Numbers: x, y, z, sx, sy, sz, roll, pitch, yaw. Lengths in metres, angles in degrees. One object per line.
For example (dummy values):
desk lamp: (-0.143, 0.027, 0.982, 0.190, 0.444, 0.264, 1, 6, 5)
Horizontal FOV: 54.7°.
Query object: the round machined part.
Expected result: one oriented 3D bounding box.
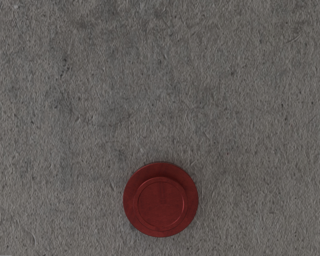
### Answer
round machined part: (0.001, 0.094, 0.401, 0.099, 0.042, 0.097, 0, 90, 0)
